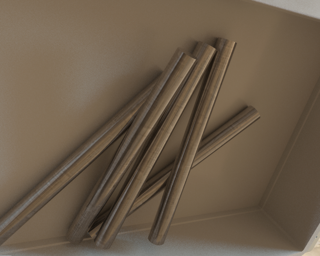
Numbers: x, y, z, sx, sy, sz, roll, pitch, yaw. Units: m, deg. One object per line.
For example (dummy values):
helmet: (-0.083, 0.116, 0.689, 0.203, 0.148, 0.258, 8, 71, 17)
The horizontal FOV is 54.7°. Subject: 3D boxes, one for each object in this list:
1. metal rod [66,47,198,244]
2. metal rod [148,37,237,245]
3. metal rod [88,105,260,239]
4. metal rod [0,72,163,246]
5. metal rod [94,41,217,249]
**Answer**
metal rod: (-0.046, 0.037, 0.382, 0.025, 0.025, 0.298, 17, 117, -35)
metal rod: (0.039, 0.028, 0.423, 0.025, 0.025, 0.298, 9, 106, -32)
metal rod: (0.023, 0.064, 0.460, 0.301, 0.025, 0.025, -36, 129, -4)
metal rod: (-0.098, 0.040, 0.379, 0.300, 0.025, 0.025, -42, 129, 1)
metal rod: (-0.011, 0.029, 0.403, 0.025, 0.025, 0.299, 21, 102, -36)
